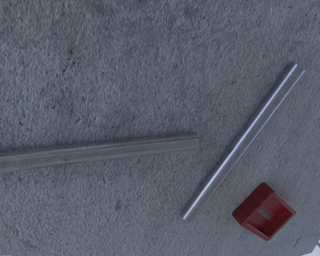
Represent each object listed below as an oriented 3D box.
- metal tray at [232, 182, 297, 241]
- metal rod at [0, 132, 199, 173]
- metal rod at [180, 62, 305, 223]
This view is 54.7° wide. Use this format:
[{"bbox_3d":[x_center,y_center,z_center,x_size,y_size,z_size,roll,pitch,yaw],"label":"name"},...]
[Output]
[{"bbox_3d":[0.214,0.173,0.627,0.090,0.030,0.130,-48,129,5],"label":"metal tray"},{"bbox_3d":[-0.086,0.029,0.378,0.303,0.025,0.025,-5,121,-26],"label":"metal rod"},{"bbox_3d":[0.125,0.030,0.493,0.025,0.025,0.299,24,105,-37],"label":"metal rod"}]
